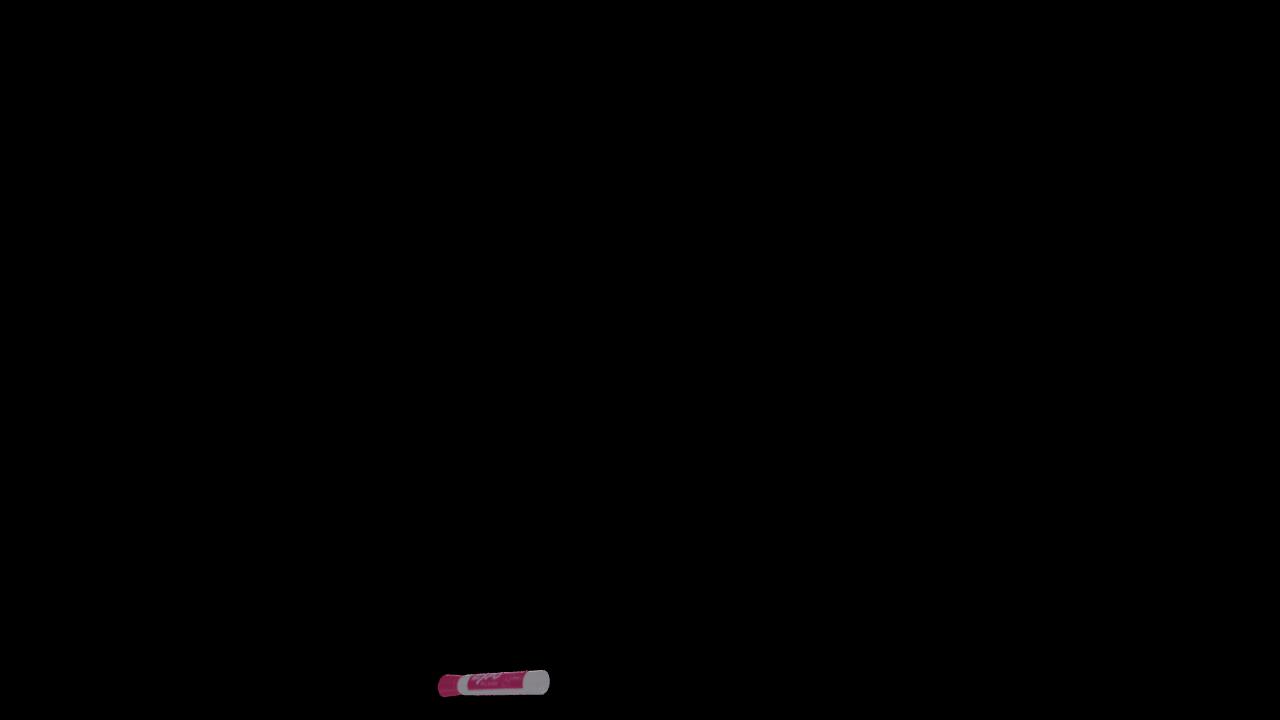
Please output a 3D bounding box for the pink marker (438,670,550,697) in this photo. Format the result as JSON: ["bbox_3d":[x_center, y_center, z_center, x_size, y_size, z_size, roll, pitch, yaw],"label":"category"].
[{"bbox_3d":[-0.135,0.290,0.551,0.121,0.020,0.020,-16,-7,25],"label":"pink marker"}]
